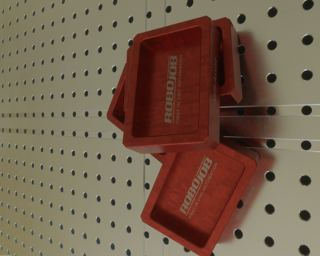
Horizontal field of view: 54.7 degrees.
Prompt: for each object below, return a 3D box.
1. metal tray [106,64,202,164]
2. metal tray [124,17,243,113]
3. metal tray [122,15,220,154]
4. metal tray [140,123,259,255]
[{"bbox_3d":[-0.009,-0.022,0.411,0.130,0.030,0.089,36,112,33],"label":"metal tray"},{"bbox_3d":[0.023,-0.064,0.354,0.130,0.030,0.090,-9,69,27],"label":"metal tray"},{"bbox_3d":[0.013,-0.042,0.316,0.090,0.030,0.129,-5,71,28],"label":"metal tray"},{"bbox_3d":[0.042,0.069,0.350,0.090,0.030,0.129,27,108,15],"label":"metal tray"}]
